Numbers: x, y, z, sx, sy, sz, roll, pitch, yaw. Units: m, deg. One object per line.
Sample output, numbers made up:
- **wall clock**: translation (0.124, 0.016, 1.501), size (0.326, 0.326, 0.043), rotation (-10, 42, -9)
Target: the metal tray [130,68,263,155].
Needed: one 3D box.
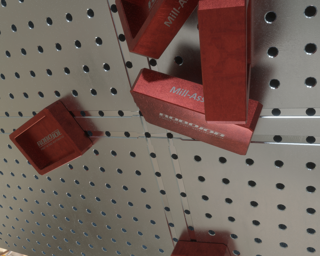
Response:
- **metal tray**: translation (0.040, -0.016, 0.345), size (0.130, 0.030, 0.090), rotation (19, 164, 16)

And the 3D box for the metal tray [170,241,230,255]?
- **metal tray**: translation (0.082, 0.250, 0.517), size (0.090, 0.030, 0.129), rotation (-9, 114, 31)

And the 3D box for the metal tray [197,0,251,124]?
- **metal tray**: translation (0.061, -0.071, 0.265), size (0.030, 0.130, 0.089), rotation (1, 119, 18)

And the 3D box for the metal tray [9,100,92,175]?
- **metal tray**: translation (-0.184, 0.021, 0.514), size (0.130, 0.030, 0.090), rotation (-26, 105, 36)

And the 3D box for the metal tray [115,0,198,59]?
- **metal tray**: translation (0.007, -0.139, 0.281), size (0.129, 0.030, 0.090), rotation (-48, 46, 39)
